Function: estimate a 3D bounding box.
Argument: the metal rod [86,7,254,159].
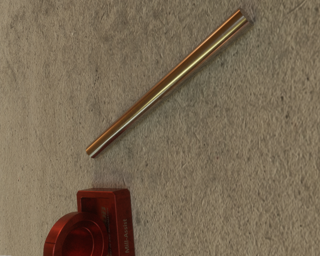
[{"bbox_3d":[-0.007,-0.040,0.408,0.299,0.025,0.025,-38,67,33],"label":"metal rod"}]

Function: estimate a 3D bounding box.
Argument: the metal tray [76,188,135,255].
[{"bbox_3d":[-0.083,0.158,0.467,0.090,0.030,0.129,-8,85,39],"label":"metal tray"}]

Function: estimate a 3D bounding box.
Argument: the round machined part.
[{"bbox_3d":[-0.123,0.168,0.437,0.042,0.099,0.097,-9,85,34],"label":"round machined part"}]
